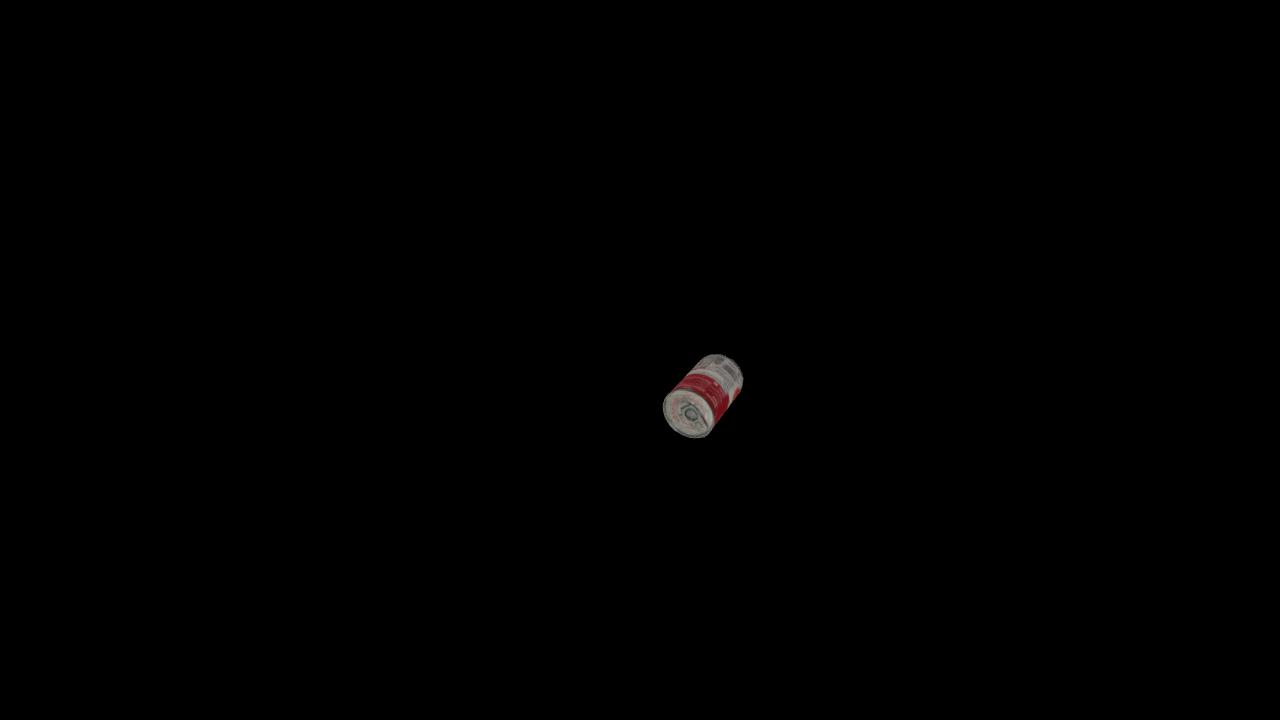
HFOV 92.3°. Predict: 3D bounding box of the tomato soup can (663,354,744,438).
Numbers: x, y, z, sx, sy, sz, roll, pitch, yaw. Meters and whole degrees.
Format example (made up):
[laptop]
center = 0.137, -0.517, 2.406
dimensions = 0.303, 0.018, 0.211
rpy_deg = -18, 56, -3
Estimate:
[tomato soup can]
center = 0.080, 0.042, 0.763
dimensions = 0.068, 0.068, 0.101
rpy_deg = 0, 26, 32
